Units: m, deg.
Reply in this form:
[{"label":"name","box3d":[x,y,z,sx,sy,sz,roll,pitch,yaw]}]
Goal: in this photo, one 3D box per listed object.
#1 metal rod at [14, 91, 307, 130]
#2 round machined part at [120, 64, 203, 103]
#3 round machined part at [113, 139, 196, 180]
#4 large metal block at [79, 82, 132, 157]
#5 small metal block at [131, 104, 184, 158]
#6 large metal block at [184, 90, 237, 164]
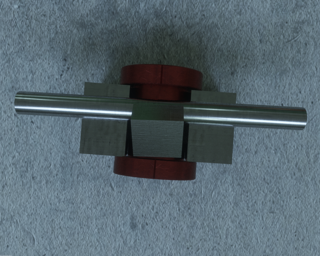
[{"label":"metal rod","box3d":[0.001,-0.018,0.331,0.302,0.025,0.025,3,90,0]},{"label":"round machined part","box3d":[0.001,-0.047,0.374,0.099,0.098,0.042,4,91,0]},{"label":"round machined part","box3d":[-0.005,0.037,0.374,0.099,0.098,0.042,5,85,0]},{"label":"large metal block","box3d":[-0.061,-0.010,0.383,0.050,0.080,0.080,4,90,0]},{"label":"small metal block","box3d":[-0.002,0.003,0.317,0.050,0.025,0.050,2,131,1]},{"label":"large metal block","box3d":[0.057,-0.001,0.384,0.050,0.080,0.080,4,90,0]}]
